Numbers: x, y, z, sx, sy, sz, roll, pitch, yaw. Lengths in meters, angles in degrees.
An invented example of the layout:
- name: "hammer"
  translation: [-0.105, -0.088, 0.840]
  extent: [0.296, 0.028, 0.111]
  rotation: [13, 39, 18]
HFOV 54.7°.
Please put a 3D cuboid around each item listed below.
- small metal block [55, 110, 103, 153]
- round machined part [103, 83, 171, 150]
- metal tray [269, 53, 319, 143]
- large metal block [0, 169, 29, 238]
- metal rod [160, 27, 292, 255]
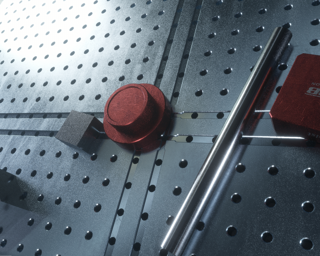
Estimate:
- name: "small metal block"
  translation: [-0.122, 0.004, 0.467]
  extent: [0.050, 0.025, 0.050]
  rotation: [15, 70, 34]
- name: "round machined part"
  translation: [-0.037, -0.023, 0.429]
  extent: [0.098, 0.042, 0.098]
  rotation: [-13, 56, 20]
- name: "metal tray"
  translation: [0.194, -0.025, 0.319]
  extent: [0.130, 0.030, 0.090]
  rotation: [20, 72, 35]
- name: "large metal block"
  translation: [-0.251, 0.114, 0.451]
  extent: [0.080, 0.050, 0.080]
  rotation: [-43, 51, -2]
- name: "metal rod"
  translation: [0.085, 0.004, 0.360]
  extent: [0.025, 0.025, 0.300]
  rotation: [20, 72, 35]
